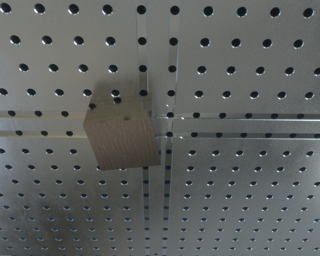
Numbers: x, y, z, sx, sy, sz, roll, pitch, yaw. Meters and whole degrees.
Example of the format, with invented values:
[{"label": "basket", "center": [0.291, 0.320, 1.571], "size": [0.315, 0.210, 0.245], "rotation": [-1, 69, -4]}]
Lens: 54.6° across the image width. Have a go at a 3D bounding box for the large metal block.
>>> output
[{"label": "large metal block", "center": [-0.044, 0.006, 0.400], "size": [0.080, 0.050, 0.080], "rotation": [-6, 130, 5]}]
